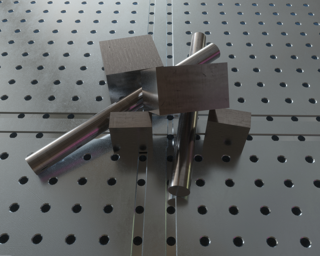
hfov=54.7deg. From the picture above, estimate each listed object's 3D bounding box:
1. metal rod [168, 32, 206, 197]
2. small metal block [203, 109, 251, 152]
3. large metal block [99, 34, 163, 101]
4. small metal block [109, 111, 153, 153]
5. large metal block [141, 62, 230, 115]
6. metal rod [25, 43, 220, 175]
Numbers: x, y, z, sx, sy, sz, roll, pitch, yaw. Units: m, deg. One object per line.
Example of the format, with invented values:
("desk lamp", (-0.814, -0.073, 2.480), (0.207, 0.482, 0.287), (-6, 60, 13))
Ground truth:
("metal rod", (0.045, -0.042, 0.443), (0.025, 0.025, 0.300), (7, 50, 6))
("small metal block", (0.084, 0.002, 0.390), (0.050, 0.050, 0.025), (10, 51, 8))
("large metal block", (-0.044, -0.093, 0.469), (0.081, 0.050, 0.080), (-11, 51, -9))
("small metal block", (-0.034, 0.006, 0.386), (0.050, 0.050, 0.025), (-1, 50, -1))
("large metal block", (0.026, -0.047, 0.368), (0.081, 0.050, 0.080), (-7, 9, -14))
("metal rod", (-0.036, -0.035, 0.417), (0.302, 0.025, 0.025), (-35, 58, -19))
